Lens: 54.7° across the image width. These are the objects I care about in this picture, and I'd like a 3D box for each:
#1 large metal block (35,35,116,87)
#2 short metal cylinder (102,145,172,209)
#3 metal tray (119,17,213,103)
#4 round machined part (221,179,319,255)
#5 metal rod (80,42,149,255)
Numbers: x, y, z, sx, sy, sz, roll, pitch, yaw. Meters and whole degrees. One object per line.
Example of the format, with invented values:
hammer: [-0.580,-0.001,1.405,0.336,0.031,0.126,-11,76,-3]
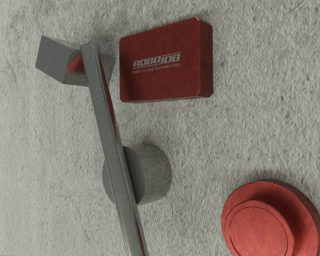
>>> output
large metal block: [-0.129,-0.099,0.472,0.080,0.081,0.050,29,108,36]
short metal cylinder: [-0.031,0.063,0.412,0.080,0.050,0.079,0,90,39]
metal tray: [0.003,-0.080,0.397,0.130,0.030,0.089,-1,89,39]
round machined part: [0.104,0.102,0.307,0.098,0.042,0.097,0,90,39]
metal rod: [-0.057,0.032,0.384,0.025,0.025,0.299,-25,74,37]
